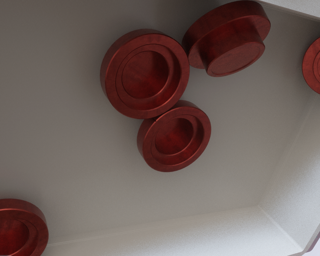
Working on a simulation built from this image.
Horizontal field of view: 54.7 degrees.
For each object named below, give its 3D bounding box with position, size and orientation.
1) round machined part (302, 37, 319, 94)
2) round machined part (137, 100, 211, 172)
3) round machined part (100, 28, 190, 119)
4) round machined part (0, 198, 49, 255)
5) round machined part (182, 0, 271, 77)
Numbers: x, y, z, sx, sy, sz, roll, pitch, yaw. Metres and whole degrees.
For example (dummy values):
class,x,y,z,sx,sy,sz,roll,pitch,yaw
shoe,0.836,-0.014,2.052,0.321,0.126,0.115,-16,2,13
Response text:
class,x,y,z,sx,sy,sz,roll,pitch,yaw
round machined part,0.257,-0.091,0.442,0.042,0.098,0.097,-29,141,-60
round machined part,0.015,0.007,0.410,0.099,0.042,0.097,-14,124,-21
round machined part,-0.019,-0.062,0.348,0.099,0.042,0.097,-14,124,-21
round machined part,-0.187,0.125,0.368,0.099,0.042,0.097,-12,118,-23
round machined part,0.078,-0.093,0.350,0.099,0.042,0.098,-17,164,-5
